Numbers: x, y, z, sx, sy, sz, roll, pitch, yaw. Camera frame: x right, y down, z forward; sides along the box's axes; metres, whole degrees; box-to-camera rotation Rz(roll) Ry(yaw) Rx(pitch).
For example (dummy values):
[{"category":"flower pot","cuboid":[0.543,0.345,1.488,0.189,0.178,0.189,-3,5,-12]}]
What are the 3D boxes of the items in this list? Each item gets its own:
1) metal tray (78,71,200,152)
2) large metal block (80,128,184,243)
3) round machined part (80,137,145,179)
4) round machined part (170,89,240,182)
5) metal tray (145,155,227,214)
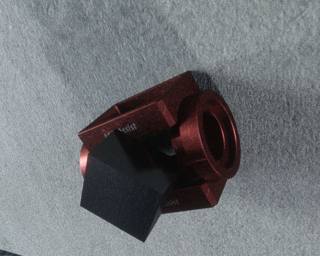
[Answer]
[{"category":"metal tray","cuboid":[-0.025,-0.018,0.368,0.130,0.090,0.030,-19,108,35]},{"category":"large metal block","cuboid":[-0.032,0.060,0.325,0.080,0.050,0.079,26,128,11]},{"category":"round machined part","cuboid":[-0.055,0.044,0.415,0.042,0.098,0.098,-17,110,34]},{"category":"round machined part","cuboid":[0.048,0.010,0.341,0.042,0.098,0.098,-17,110,34]},{"category":"metal tray","cuboid":[0.021,0.067,0.394,0.130,0.090,0.030,-19,109,35]}]
